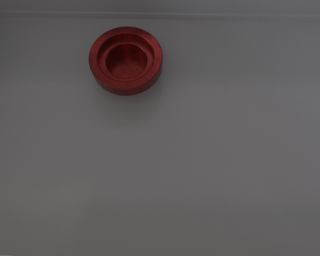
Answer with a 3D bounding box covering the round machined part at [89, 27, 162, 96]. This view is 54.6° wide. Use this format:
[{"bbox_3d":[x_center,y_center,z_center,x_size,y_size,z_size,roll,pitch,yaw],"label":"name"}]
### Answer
[{"bbox_3d":[-0.046,-0.088,0.433,0.099,0.042,0.098,0,70,0],"label":"round machined part"}]
